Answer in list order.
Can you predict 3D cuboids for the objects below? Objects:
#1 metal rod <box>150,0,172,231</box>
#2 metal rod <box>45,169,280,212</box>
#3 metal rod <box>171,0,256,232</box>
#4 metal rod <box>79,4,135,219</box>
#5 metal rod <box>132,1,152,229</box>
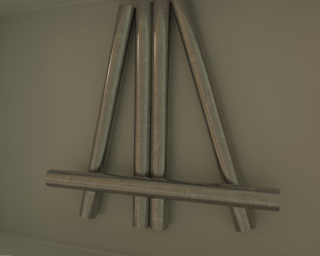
[{"bbox_3d":[0.001,-0.018,0.409,0.025,0.025,0.298,1,90,20],"label":"metal rod"},{"bbox_3d":[-0.012,0.074,0.386,0.301,0.025,0.025,2,91,20],"label":"metal rod"},{"bbox_3d":[0.065,-0.023,0.386,0.025,0.025,0.299,-17,84,19],"label":"metal rod"},{"bbox_3d":[-0.074,-0.020,0.435,0.025,0.025,0.298,13,94,19],"label":"metal rod"},{"bbox_3d":[-0.022,-0.017,0.417,0.025,0.025,0.298,1,90,20],"label":"metal rod"}]
